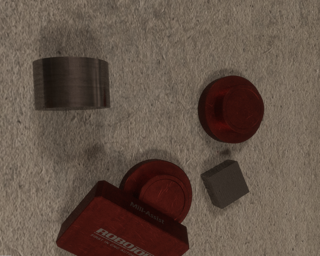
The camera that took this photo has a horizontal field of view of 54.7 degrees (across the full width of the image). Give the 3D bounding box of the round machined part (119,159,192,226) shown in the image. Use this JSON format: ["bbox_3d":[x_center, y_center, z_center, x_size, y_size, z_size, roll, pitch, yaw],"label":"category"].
[{"bbox_3d":[-0.002,0.091,0.400,0.099,0.042,0.097,0,90,-20],"label":"round machined part"}]

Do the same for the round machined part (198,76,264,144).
[{"bbox_3d":[0.108,-0.026,0.441,0.099,0.042,0.097,0,90,-21],"label":"round machined part"}]

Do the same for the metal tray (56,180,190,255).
[{"bbox_3d":[-0.042,0.129,0.369,0.130,0.030,0.090,34,110,-17],"label":"metal tray"}]

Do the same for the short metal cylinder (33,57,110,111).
[{"bbox_3d":[-0.097,-0.046,0.344,0.081,0.080,0.050,-3,91,-20],"label":"short metal cylinder"}]

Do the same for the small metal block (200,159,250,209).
[{"bbox_3d":[0.093,0.080,0.445,0.050,0.025,0.050,-26,99,-18],"label":"small metal block"}]
